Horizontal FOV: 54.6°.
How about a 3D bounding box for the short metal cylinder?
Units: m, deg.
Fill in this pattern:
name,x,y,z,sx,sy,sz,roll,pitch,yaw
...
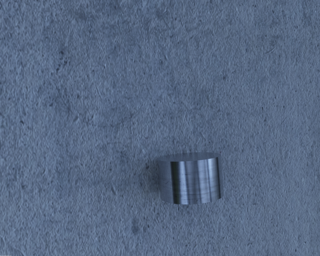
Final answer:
name,x,y,z,sx,sy,sz,roll,pitch,yaw
short metal cylinder,0.039,0.061,0.394,0.081,0.080,0.050,-5,92,-20
